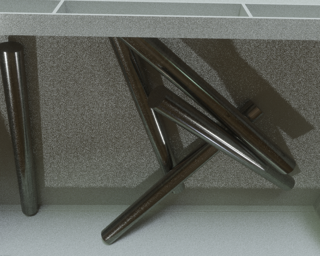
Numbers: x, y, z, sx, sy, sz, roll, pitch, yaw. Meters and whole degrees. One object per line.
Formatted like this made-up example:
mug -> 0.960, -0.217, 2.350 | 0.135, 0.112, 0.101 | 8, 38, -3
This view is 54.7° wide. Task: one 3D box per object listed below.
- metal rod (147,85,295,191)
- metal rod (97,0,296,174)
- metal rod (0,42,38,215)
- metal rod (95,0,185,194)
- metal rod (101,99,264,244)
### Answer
metal rod -> 0.098, 0.028, 0.392 | 0.025, 0.025, 0.301 | -36, 135, 26
metal rod -> 0.060, -0.028, 0.348 | 0.301, 0.025, 0.025 | 36, 121, -26
metal rod -> -0.190, 0.024, 0.426 | 0.025, 0.025, 0.298 | 8, 130, -8
metal rod -> -0.012, -0.016, 0.395 | 0.025, 0.025, 0.299 | -12, 130, 9
metal rod -> 0.020, 0.071, 0.437 | 0.025, 0.025, 0.299 | 36, 111, -27
